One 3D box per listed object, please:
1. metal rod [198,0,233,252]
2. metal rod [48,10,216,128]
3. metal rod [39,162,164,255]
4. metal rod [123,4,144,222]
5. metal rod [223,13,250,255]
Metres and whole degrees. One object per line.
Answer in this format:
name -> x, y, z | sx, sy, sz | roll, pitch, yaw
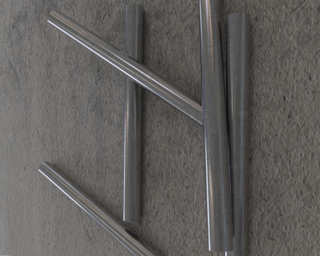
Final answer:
metal rod -> 0.058, -0.027, 0.332 | 0.025, 0.025, 0.299 | -9, 76, 39
metal rod -> -0.048, -0.086, 0.411 | 0.300, 0.025, 0.025 | 36, 113, 23
metal rod -> -0.108, 0.127, 0.494 | 0.300, 0.025, 0.025 | 26, 106, 37
metal rod -> -0.038, -0.020, 0.436 | 0.025, 0.025, 0.298 | 1, 91, 40
metal rod -> 0.083, 0.029, 0.336 | 0.025, 0.025, 0.298 | 1, 91, 40
